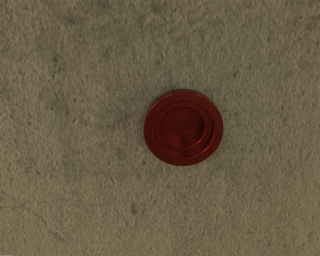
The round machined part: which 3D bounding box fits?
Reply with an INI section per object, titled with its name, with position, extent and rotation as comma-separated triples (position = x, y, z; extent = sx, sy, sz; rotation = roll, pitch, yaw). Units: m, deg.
[round machined part]
position = 0.029, -0.004, 0.400
extent = 0.099, 0.042, 0.097
rotation = 0, 110, -1
